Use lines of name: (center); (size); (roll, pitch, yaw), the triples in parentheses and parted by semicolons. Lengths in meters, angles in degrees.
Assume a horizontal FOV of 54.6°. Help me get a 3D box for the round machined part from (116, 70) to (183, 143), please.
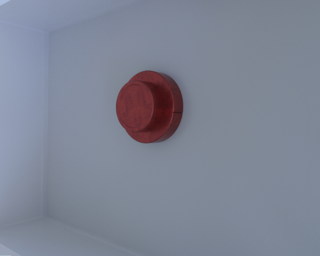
round machined part: (-0.021, -0.028, 0.414); (0.098, 0.042, 0.097); (0, 90, 40)
